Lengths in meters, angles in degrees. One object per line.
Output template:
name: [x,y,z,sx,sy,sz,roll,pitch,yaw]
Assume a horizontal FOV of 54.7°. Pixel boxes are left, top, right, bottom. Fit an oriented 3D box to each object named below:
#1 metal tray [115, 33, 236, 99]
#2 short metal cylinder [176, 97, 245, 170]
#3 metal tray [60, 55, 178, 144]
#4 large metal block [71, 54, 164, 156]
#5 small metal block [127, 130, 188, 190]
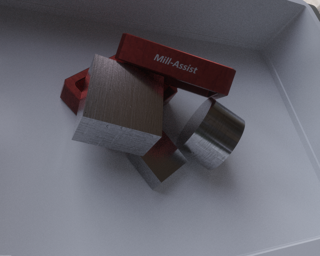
metal tray: [0.017,-0.071,0.379,0.131,0.090,0.030,18,92,-1]
short metal cylinder: [0.064,0.007,0.401,0.050,0.080,0.080,34,51,-6]
metal tray: [-0.049,-0.047,0.403,0.090,0.030,0.131,47,51,4]
large metal block: [-0.044,-0.023,0.338,0.081,0.050,0.080,15,56,-20]
small metal block: [-0.003,0.038,0.380,0.050,0.025,0.050,-33,80,-38]
